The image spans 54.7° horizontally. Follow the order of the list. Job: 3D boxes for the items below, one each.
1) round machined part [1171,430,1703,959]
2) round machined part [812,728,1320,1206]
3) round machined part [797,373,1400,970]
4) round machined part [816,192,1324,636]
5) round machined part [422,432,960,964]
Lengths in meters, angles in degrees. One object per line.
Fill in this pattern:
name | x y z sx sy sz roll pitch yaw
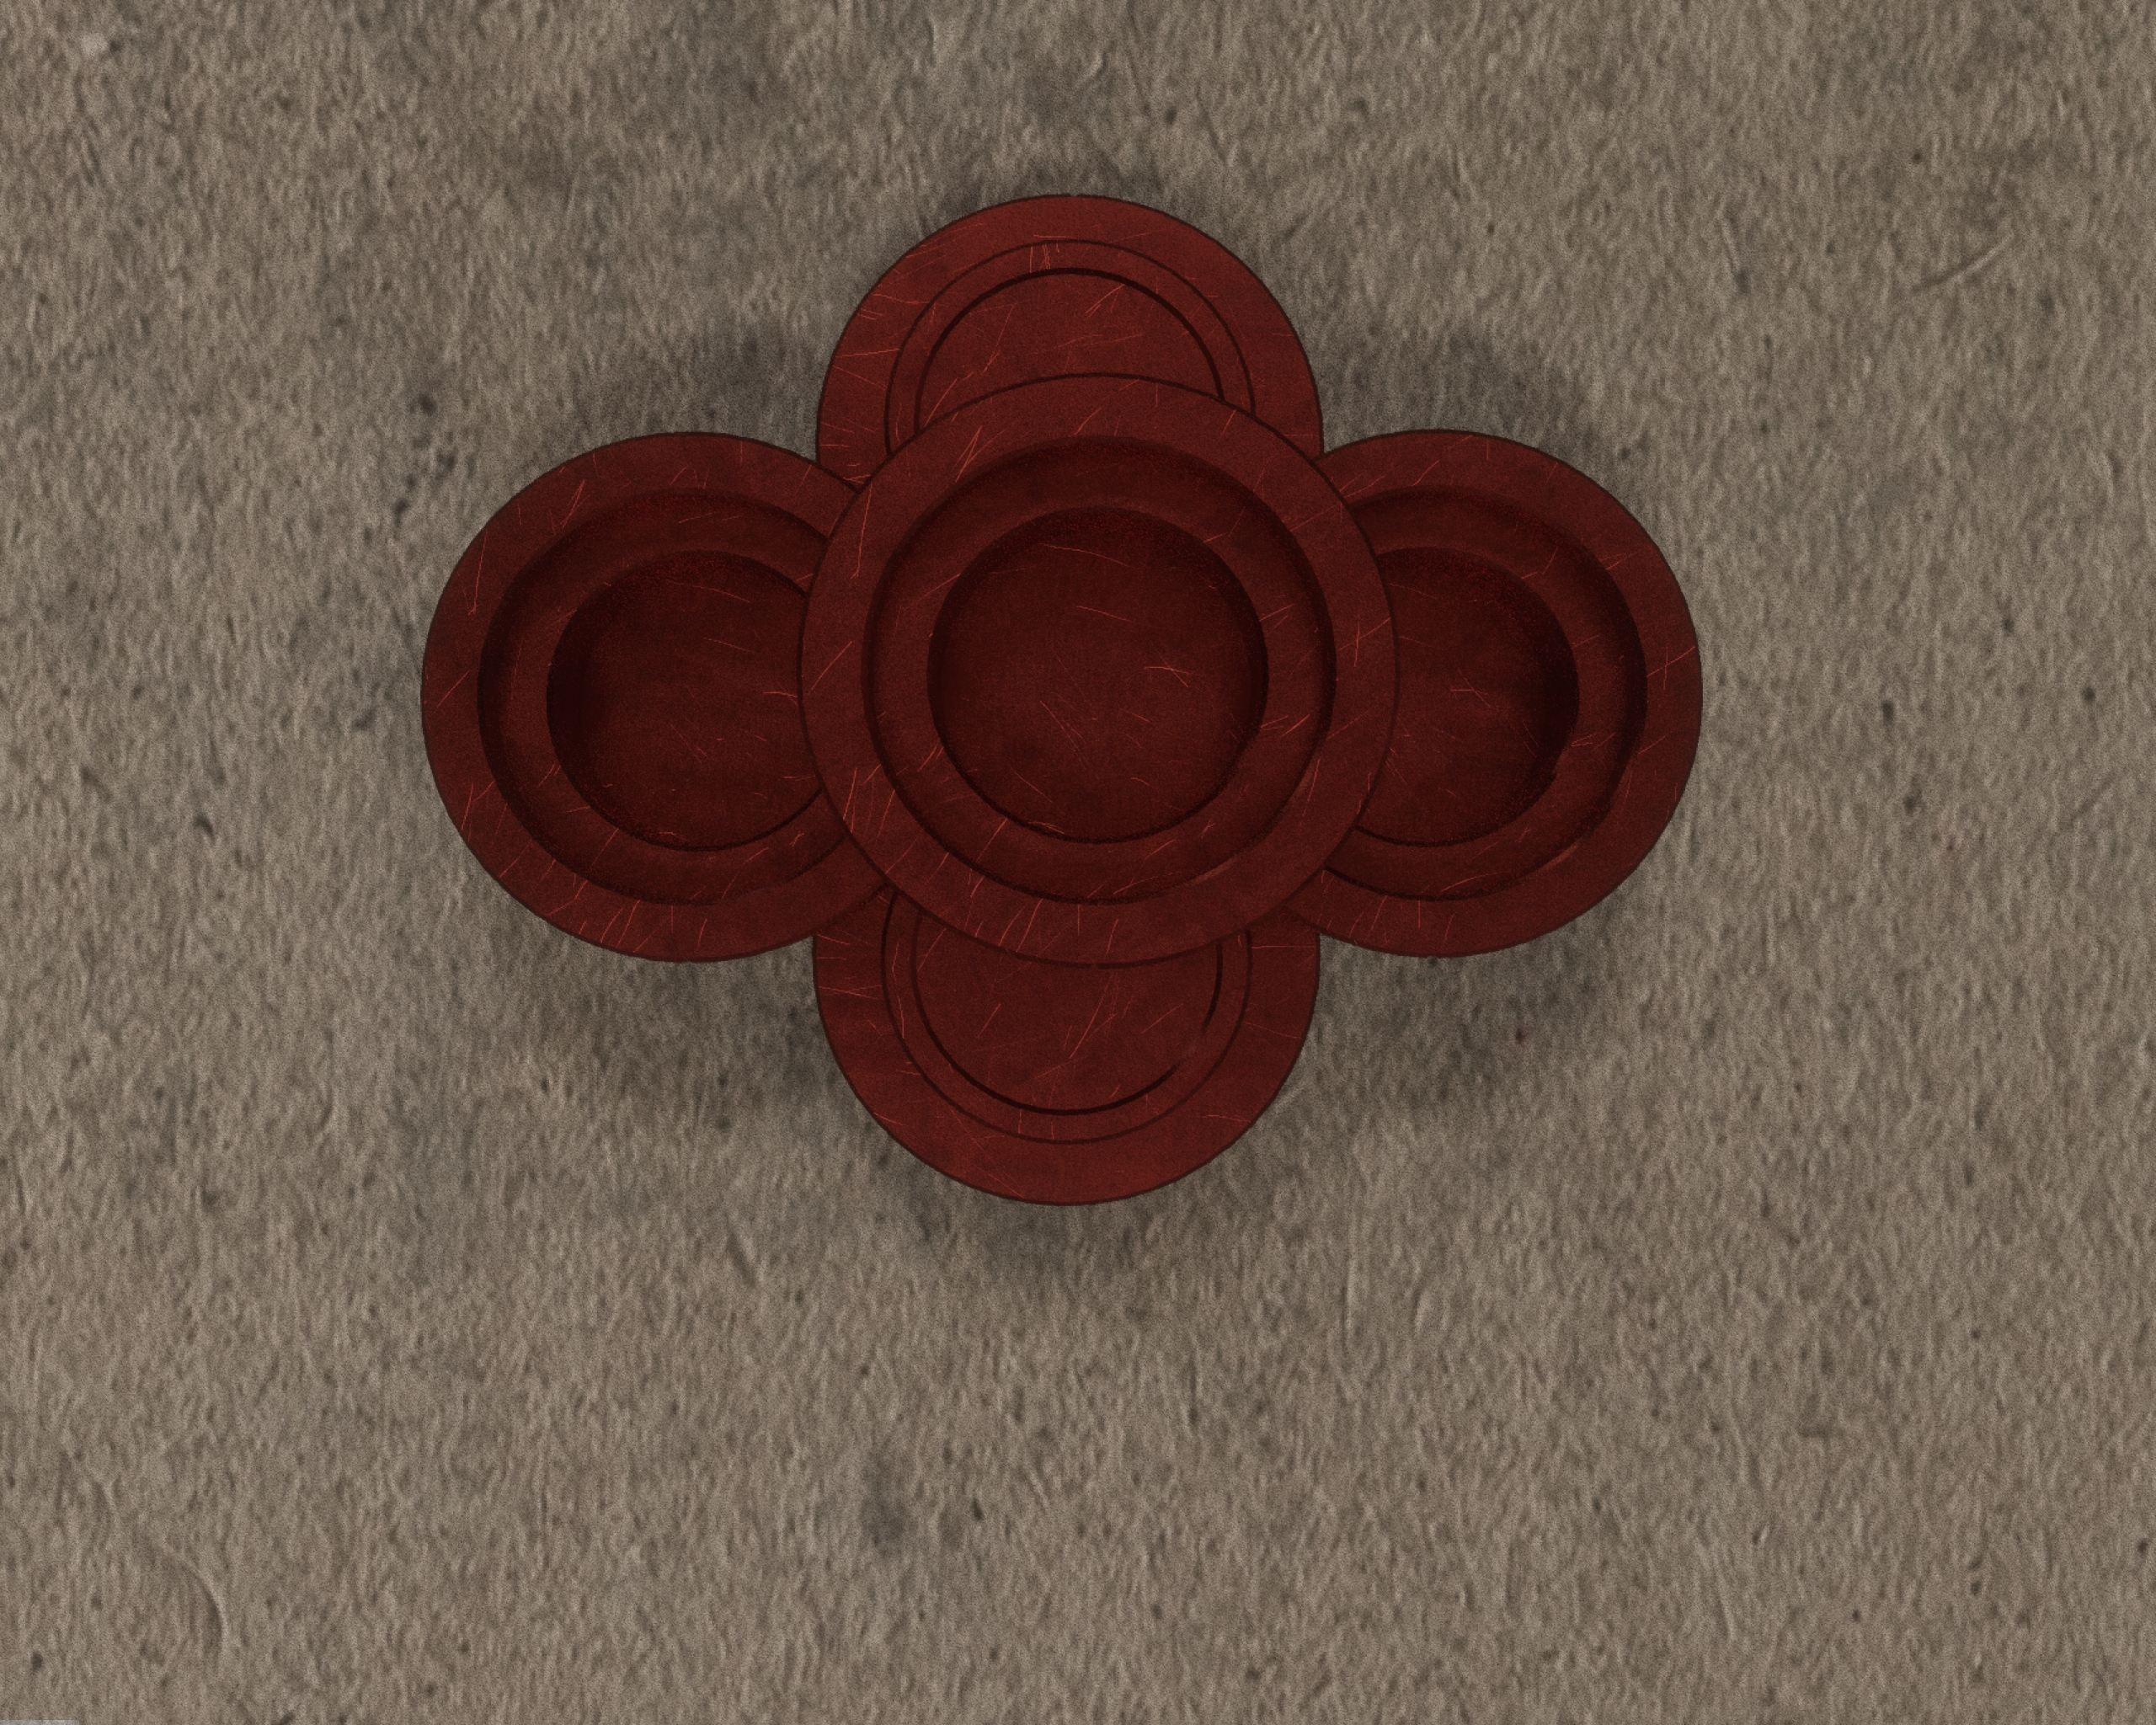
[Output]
round machined part | 0.066 -0.031 0.403 0.099 0.042 0.097 0 90 -1
round machined part | -0.002 0.018 0.402 0.099 0.042 0.097 0 90 -1
round machined part | 0.003 -0.031 0.360 0.099 0.042 0.097 0 90 -1
round machined part | -0.001 -0.081 0.402 0.099 0.042 0.097 0 90 -1
round machined part | -0.071 -0.030 0.402 0.099 0.042 0.097 0 90 -1
